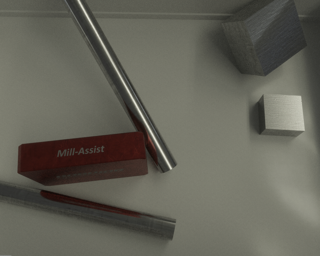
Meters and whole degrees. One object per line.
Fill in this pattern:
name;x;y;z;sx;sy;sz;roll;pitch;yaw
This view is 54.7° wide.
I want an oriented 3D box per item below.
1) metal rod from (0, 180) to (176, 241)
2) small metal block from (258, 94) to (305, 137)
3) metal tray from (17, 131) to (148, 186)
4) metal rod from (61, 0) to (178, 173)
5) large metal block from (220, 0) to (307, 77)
metal rod;-0.131;0.090;0.375;0.302;0.025;0.025;12;71;3
small metal block;0.162;-0.017;0.418;0.050;0.025;0.050;3;70;1
metal tray;-0.081;0.039;0.359;0.131;0.090;0.030;-6;71;-3
metal rod;-0.062;-0.079;0.379;0.025;0.025;0.299;-30;95;-11
large metal block;0.143;-0.128;0.424;0.080;0.050;0.080;-36;115;-12
